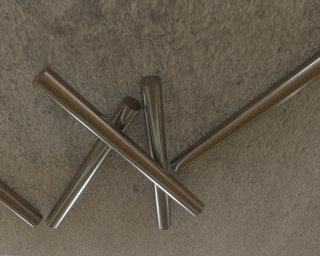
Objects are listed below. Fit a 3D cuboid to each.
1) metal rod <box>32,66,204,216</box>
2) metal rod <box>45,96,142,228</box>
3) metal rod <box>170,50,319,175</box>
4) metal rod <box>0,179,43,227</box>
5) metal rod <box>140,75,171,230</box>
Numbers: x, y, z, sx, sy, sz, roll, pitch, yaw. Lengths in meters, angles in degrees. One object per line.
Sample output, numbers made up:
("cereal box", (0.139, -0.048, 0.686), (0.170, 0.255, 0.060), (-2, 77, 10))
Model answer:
("metal rod", (-0.034, 0.034, 0.401), (0.025, 0.025, 0.300), (-31, 124, 23))
("metal rod", (-0.111, 0.067, 0.462), (0.025, 0.025, 0.298), (25, 126, -20))
("metal rod", (0.125, -0.026, 0.386), (0.025, 0.025, 0.299), (35, 122, -26))
("metal rod", (-0.275, 0.057, 0.451), (0.025, 0.025, 0.299), (-19, 128, 15))
("metal rod", (-0.001, 0.058, 0.456), (0.025, 0.025, 0.298), (-3, 130, 2))
